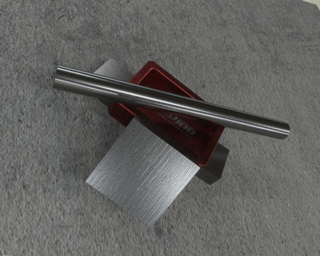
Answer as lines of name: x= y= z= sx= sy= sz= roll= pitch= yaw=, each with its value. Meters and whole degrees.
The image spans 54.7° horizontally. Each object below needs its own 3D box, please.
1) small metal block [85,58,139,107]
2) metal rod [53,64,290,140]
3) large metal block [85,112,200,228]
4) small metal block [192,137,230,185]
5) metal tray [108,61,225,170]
small metal block: x=-0.062 y=-0.057 z=0.407 sx=0.050 sy=0.025 sz=0.050 roll=38 pitch=51 yaw=-3
metal rod: x=0.032 y=-0.024 z=0.368 sx=0.302 sy=0.025 sz=0.025 roll=12 pitch=57 yaw=-22
large metal block: x=-0.016 y=0.041 z=0.326 sx=0.080 sy=0.080 sz=0.050 roll=37 pitch=9 yaw=-4
small metal block: x=0.060 y=0.040 z=0.415 sx=0.050 sy=0.025 sz=0.050 roll=33 pitch=51 yaw=-7
metal tray: x=0.013 y=-0.015 z=0.387 sx=0.130 sy=0.030 sz=0.090 roll=37 pitch=51 yaw=-3
